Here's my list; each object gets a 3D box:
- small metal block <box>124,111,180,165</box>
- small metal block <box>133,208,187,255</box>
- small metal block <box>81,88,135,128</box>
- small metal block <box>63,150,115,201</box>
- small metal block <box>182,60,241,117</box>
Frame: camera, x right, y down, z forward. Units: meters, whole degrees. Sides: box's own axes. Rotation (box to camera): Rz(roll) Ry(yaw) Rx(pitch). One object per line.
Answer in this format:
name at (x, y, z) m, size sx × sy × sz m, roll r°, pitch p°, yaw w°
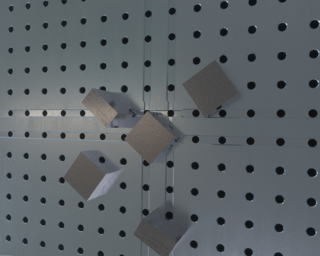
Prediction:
small metal block at (-0.011, 0.013, 0.417) m, size 0.050 × 0.025 × 0.050 m, roll 43°, pitch 103°, yaw 15°
small metal block at (0.002, 0.134, 0.399) m, size 0.050 × 0.050 × 0.025 m, roll 33°, pitch 101°, yaw 17°
small metal block at (-0.070, -0.026, 0.425) m, size 0.050 × 0.050 × 0.025 m, roll 44°, pitch 104°, yaw 14°
small metal block at (-0.103, 0.068, 0.450) m, size 0.050 × 0.025 × 0.050 m, roll 40°, pitch 102°, yaw 15°
small metal block at (0.065, -0.048, 0.390) m, size 0.050 × 0.025 × 0.050 m, roll -36°, pitch 79°, yaw 16°
